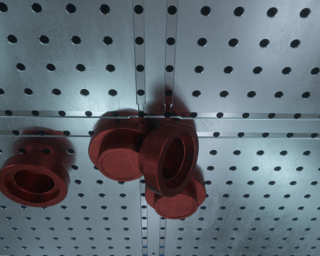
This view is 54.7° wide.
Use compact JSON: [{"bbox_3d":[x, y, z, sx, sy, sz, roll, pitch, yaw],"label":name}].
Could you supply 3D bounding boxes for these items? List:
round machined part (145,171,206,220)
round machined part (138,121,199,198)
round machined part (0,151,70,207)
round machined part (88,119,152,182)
[{"bbox_3d":[0.025,0.110,0.494,0.099,0.042,0.097,-1,130,0],"label":"round machined part"},{"bbox_3d":[0.008,0.038,0.408,0.042,0.098,0.098,14,139,34],"label":"round machined part"},{"bbox_3d":[-0.183,0.071,0.459,0.099,0.042,0.097,-1,130,0],"label":"round machined part"},{"bbox_3d":[-0.051,0.038,0.432,0.099,0.042,0.097,0,130,0],"label":"round machined part"}]
